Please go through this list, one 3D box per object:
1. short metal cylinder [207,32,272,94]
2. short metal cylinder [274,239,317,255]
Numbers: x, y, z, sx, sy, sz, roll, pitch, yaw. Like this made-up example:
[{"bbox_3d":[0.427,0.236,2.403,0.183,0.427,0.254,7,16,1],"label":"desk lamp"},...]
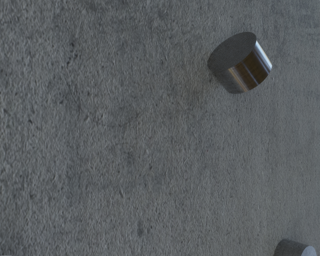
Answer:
[{"bbox_3d":[0.120,-0.098,0.469,0.050,0.080,0.080,44,64,-31],"label":"short metal cylinder"},{"bbox_3d":[0.267,0.267,0.613,0.081,0.050,0.080,0,90,-40],"label":"short metal cylinder"}]
